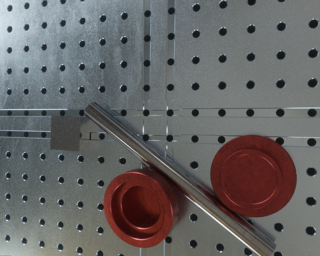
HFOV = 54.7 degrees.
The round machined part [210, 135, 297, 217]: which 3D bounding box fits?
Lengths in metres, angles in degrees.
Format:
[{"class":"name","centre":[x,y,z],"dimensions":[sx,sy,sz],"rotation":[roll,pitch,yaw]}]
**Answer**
[{"class":"round machined part","centre":[0.108,0.057,0.365],"dimensions":[0.098,0.042,0.097],"rotation":[0,90,20]}]

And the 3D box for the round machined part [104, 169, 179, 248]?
[{"class":"round machined part","centre":[-0.021,0.101,0.407],"dimensions":[0.098,0.042,0.097],"rotation":[3,97,24]}]

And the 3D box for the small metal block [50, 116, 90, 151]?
[{"class":"small metal block","centre":[-0.133,0.007,0.459],"dimensions":[0.050,0.025,0.050],"rotation":[2,91,20]}]

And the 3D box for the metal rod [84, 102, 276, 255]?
[{"class":"metal rod","centre":[0.015,0.060,0.407],"dimensions":[0.300,0.025,0.025],"rotation":[37,102,16]}]
